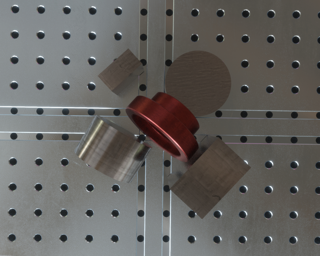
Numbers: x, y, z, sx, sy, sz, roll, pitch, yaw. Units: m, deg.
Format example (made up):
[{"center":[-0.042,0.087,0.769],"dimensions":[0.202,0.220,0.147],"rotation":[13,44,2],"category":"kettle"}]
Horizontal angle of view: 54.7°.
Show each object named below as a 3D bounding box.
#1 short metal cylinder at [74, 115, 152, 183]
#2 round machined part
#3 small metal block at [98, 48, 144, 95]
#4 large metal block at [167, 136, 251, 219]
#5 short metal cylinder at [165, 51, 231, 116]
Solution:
[{"center":[-0.057,0.026,0.385],"dimensions":[0.080,0.080,0.050],"rotation":[31,90,-1],"category":"short metal cylinder"},{"center":[0.009,-0.006,0.377],"dimensions":[0.098,0.098,0.042],"rotation":[41,78,-1],"category":"round machined part"},{"center":[-0.049,-0.071,0.400],"dimensions":[0.050,0.050,0.025],"rotation":[-42,90,0],"category":"small metal block"},{"center":[0.056,0.056,0.387],"dimensions":[0.050,0.080,0.080],"rotation":[43,90,-1],"category":"large metal block"},{"center":[0.046,-0.054,0.401],"dimensions":[0.081,0.050,0.079],"rotation":[0,90,-1],"category":"short metal cylinder"}]
